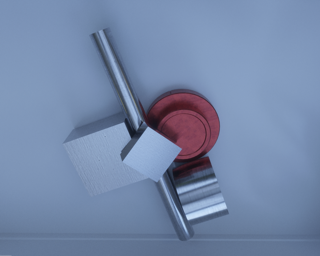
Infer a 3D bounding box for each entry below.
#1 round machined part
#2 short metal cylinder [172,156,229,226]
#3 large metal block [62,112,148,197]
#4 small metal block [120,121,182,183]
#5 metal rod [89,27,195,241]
[{"bbox_3d":[0.029,0.002,0.401,0.099,0.042,0.097,0,110,-1],"label":"round machined part"},{"bbox_3d":[0.054,0.083,0.412,0.050,0.080,0.080,-20,109,7],"label":"short metal cylinder"},{"bbox_3d":[-0.066,0.032,0.405,0.080,0.050,0.080,-19,109,6],"label":"large metal block"},{"bbox_3d":[-0.011,0.028,0.368,0.050,0.025,0.050,34,95,-19],"label":"small metal block"},{"bbox_3d":[-0.015,0.022,0.395,0.025,0.025,0.299,-20,109,7],"label":"metal rod"}]
